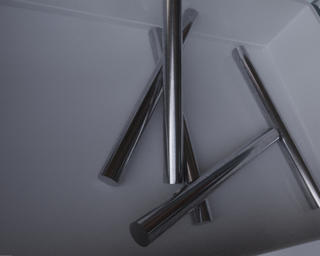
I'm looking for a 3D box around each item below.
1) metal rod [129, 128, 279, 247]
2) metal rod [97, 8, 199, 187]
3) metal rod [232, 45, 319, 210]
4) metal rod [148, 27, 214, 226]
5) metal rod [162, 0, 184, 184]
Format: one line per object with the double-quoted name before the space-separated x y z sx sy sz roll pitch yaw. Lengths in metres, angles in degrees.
"metal rod" 0.079 0.054 0.388 0.302 0.025 0.025 -23 74 -45
"metal rod" -0.004 -0.060 0.415 0.025 0.025 0.300 30 59 -9
"metal rod" 0.192 -0.013 0.516 0.025 0.025 0.299 -7 65 -31
"metal rod" 0.022 -0.020 0.429 0.025 0.025 0.299 2 61 -27
"metal rod" 0.016 -0.082 0.387 0.025 0.025 0.298 2 85 -27
